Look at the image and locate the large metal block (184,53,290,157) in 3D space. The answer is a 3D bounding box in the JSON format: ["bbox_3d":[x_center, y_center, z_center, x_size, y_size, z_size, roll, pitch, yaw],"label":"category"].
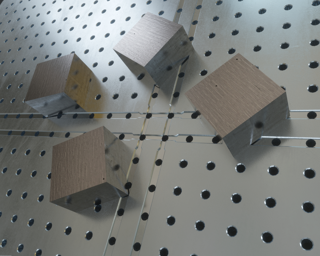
[{"bbox_3d":[0.089,-0.028,0.362,0.080,0.050,0.080,-37,51,3],"label":"large metal block"}]

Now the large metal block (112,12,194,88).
[{"bbox_3d":[-0.010,-0.120,0.470,0.080,0.050,0.080,-48,52,-6],"label":"large metal block"}]

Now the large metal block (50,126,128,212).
[{"bbox_3d":[-0.093,0.055,0.406,0.080,0.050,0.080,-21,54,15],"label":"large metal block"}]

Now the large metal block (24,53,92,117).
[{"bbox_3d":[-0.169,-0.071,0.522,0.080,0.050,0.080,-9,58,23],"label":"large metal block"}]
